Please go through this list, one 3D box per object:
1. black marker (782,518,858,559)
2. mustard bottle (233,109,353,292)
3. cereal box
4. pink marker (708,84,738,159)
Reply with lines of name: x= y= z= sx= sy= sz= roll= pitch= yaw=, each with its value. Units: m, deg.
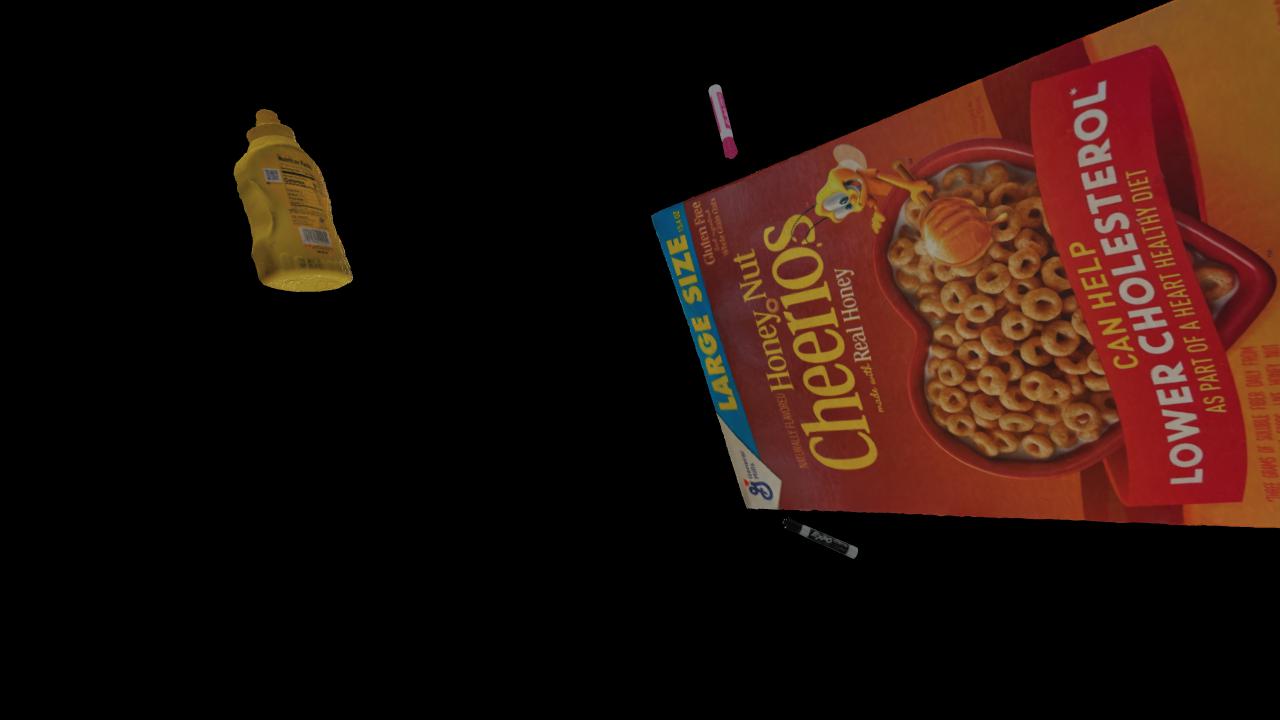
black marker: x=0.281 y=0.278 z=0.964 sx=0.121 sy=0.020 sz=0.020 roll=23 pitch=2 yaw=4
mustard bottle: x=-0.351 y=-0.162 z=0.614 sx=0.054 sy=0.184 sz=0.092 roll=-19 pitch=-5 yaw=28
cereal box: x=0.163 y=-0.025 z=0.307 sx=0.306 sy=0.203 sz=0.081 roll=-10 pitch=11 yaw=43
pink marker: x=0.116 y=-0.333 z=0.860 sx=0.020 sy=0.121 sz=0.020 roll=-8 pitch=-21 yaw=-3
